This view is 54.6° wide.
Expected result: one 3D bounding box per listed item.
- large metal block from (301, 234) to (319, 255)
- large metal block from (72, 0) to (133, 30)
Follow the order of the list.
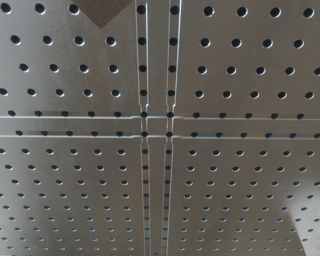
[{"bbox_3d":[0.331,0.246,0.587,0.050,0.080,0.080,35,122,-26],"label":"large metal block"},{"bbox_3d":[-0.050,-0.149,0.268,0.080,0.050,0.080,-33,123,24],"label":"large metal block"}]
